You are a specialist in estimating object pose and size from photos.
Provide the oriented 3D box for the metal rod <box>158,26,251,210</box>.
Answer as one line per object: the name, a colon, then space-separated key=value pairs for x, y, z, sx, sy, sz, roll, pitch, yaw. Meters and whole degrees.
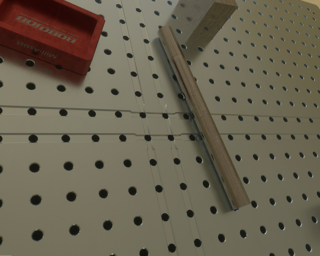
metal rod: x=0.057 y=-0.028 z=0.455 sx=0.025 sy=0.025 sz=0.299 roll=-7 pitch=65 yaw=-31

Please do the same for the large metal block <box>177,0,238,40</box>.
large metal block: x=0.081 y=-0.217 z=0.549 sx=0.050 sy=0.080 sz=0.080 roll=-3 pitch=63 yaw=-30

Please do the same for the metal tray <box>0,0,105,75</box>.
metal tray: x=-0.146 y=-0.133 z=0.406 sx=0.131 sy=0.030 sz=0.090 roll=19 pitch=54 yaw=-17
